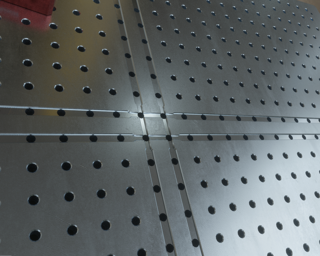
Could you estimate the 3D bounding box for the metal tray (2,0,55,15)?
[{"bbox_3d":[-0.207,-0.216,0.425,0.131,0.030,0.090,14,56,-21],"label":"metal tray"}]
